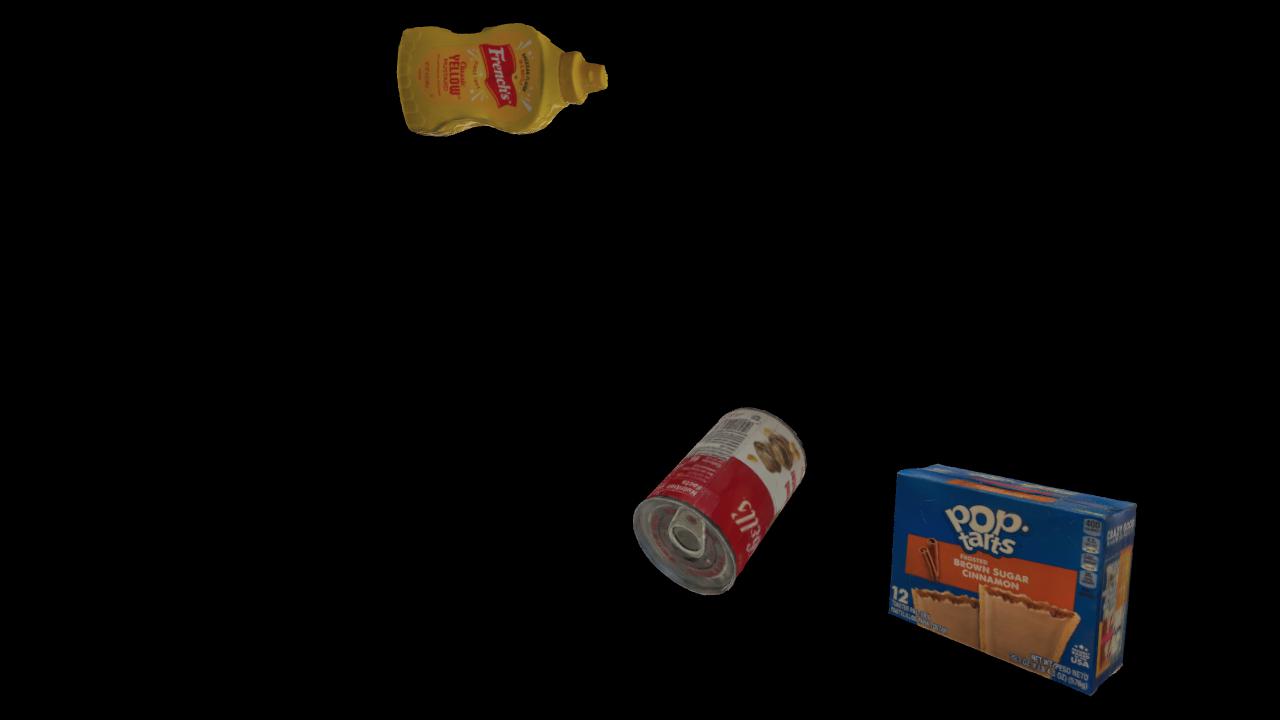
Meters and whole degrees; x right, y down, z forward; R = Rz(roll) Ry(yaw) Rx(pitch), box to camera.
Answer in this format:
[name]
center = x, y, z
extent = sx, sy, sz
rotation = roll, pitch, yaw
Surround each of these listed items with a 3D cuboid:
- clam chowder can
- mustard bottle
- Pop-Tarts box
[clam chowder can]
center = 0.052, 0.082, 0.377
extent = 0.068, 0.068, 0.102
rotation = 0, 27, 40
[mustard bottle]
center = -0.117, -0.246, 0.541
extent = 0.184, 0.092, 0.054
rotation = 4, 5, 11
[Pop-Tarts box]
center = 0.322, 0.181, 0.548
extent = 0.083, 0.141, 0.167
rotation = 0, 4, -40
